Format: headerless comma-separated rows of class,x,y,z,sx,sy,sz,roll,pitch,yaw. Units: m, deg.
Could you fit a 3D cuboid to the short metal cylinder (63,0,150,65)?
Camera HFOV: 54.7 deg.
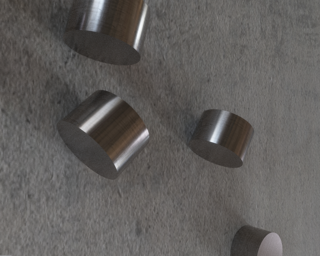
short metal cylinder,-0.055,-0.105,0.324,0.080,0.080,0.050,19,78,-39

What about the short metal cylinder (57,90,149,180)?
short metal cylinder,-0.058,0.008,0.322,0.050,0.080,0.080,-48,119,-30

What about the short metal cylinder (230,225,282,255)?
short metal cylinder,0.166,0.214,0.532,0.081,0.050,0.079,0,90,-40

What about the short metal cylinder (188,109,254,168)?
short metal cylinder,0.088,0.016,0.445,0.080,0.080,0.050,40,65,-33
